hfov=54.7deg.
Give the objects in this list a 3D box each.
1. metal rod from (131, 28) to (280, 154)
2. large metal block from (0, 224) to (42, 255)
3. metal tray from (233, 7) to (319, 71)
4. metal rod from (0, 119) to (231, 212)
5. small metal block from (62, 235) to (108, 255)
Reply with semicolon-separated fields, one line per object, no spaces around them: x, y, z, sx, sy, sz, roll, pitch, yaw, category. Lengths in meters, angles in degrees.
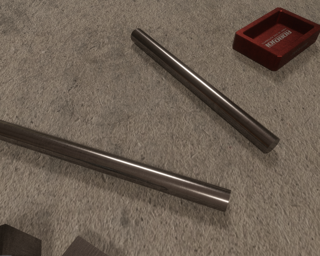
0.050;-0.070;0.462;0.025;0.025;0.300;-30;56;-23;metal rod
-0.150;0.137;0.255;0.080;0.050;0.080;-20;51;6;large metal block
0.201;-0.157;0.534;0.131;0.030;0.090;-35;58;-26;metal tray
-0.068;0.040;0.368;0.301;0.025;0.025;15;52;12;metal rod
-0.071;0.138;0.286;0.050;0.025;0.050;26;54;19;small metal block
